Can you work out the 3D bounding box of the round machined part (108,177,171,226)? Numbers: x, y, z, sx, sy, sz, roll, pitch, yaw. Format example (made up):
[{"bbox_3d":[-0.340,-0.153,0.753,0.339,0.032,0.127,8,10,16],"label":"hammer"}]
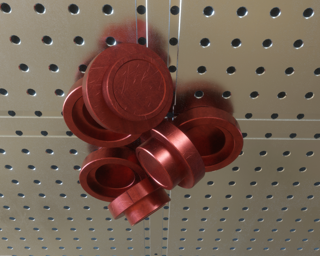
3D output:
[{"bbox_3d":[-0.023,0.107,0.453,0.098,0.042,0.098,-32,166,-9],"label":"round machined part"}]

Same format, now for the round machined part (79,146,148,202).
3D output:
[{"bbox_3d":[-0.064,0.063,0.452,0.099,0.042,0.097,0,130,0],"label":"round machined part"}]

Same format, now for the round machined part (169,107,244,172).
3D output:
[{"bbox_3d":[0.056,0.011,0.409,0.099,0.042,0.097,0,130,0],"label":"round machined part"}]

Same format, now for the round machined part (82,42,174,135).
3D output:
[{"bbox_3d":[-0.028,-0.041,0.329,0.099,0.042,0.097,-1,93,-26],"label":"round machined part"}]

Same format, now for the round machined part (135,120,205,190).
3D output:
[{"bbox_3d":[0.007,0.040,0.394,0.042,0.098,0.098,-38,133,-23],"label":"round machined part"}]

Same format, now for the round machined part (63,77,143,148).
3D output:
[{"bbox_3d":[-0.063,-0.025,0.377,0.099,0.042,0.097,0,130,0],"label":"round machined part"}]
